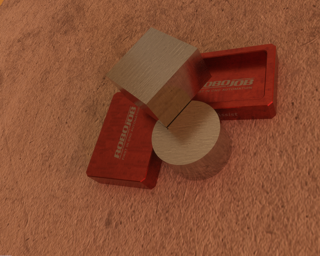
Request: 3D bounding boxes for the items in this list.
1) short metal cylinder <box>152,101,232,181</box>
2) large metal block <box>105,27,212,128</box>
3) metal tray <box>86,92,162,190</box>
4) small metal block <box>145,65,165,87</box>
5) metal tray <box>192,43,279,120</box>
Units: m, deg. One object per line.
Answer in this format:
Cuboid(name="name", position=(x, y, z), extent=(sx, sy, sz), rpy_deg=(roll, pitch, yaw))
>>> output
Cuboid(name="short metal cylinder", position=(0.038, 0.015, 0.360), extent=(0.080, 0.050, 0.080), rpy_deg=(-13, 56, 21))
Cuboid(name="large metal block", position=(-0.002, -0.061, 0.361), extent=(0.080, 0.050, 0.080), rpy_deg=(-48, 51, -6))
Cuboid(name="metal tray", position=(-0.036, 0.012, 0.415), extent=(0.090, 0.030, 0.130), rpy_deg=(1, 62, 28))
Cuboid(name="small metal block", position=(-0.006, -0.061, 0.430), extent=(0.050, 0.050, 0.025), rpy_deg=(1, 62, 28))
Cuboid(name="metal tray", position=(0.079, -0.055, 0.394), extent=(0.130, 0.030, 0.090), rpy_deg=(-1, 61, 27))
